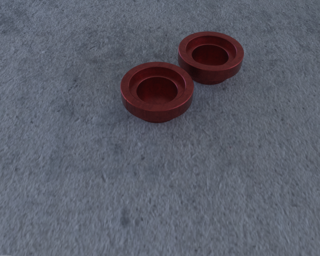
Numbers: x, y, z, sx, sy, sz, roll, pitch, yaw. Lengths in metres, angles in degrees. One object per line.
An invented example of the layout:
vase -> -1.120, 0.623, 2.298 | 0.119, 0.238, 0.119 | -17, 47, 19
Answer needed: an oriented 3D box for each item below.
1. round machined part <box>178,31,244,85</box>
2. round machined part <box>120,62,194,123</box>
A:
round machined part -> 0.077, -0.105, 0.481 | 0.099, 0.042, 0.098 | 0, 50, 0
round machined part -> -0.004, -0.045, 0.430 | 0.099, 0.042, 0.098 | 0, 50, 0
